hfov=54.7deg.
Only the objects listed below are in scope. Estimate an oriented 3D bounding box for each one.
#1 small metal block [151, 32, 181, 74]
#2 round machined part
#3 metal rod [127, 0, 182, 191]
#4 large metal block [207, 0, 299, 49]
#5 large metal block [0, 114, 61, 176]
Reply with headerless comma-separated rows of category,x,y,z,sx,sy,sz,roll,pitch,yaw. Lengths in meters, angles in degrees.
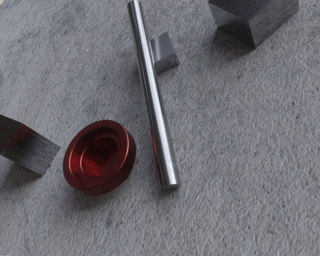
small metal block,-0.002,-0.112,0.474,0.050,0.025,0.050,-24,53,13
round machined part,-0.074,0.041,0.407,0.098,0.042,0.098,-13,56,21
metal rod,-0.014,-0.062,0.424,0.025,0.025,0.299,-20,62,16
large metal block,0.127,-0.168,0.424,0.080,0.050,0.080,-42,51,-1
large metal block,-0.214,0.024,0.467,0.080,0.080,0.050,16,70,34
